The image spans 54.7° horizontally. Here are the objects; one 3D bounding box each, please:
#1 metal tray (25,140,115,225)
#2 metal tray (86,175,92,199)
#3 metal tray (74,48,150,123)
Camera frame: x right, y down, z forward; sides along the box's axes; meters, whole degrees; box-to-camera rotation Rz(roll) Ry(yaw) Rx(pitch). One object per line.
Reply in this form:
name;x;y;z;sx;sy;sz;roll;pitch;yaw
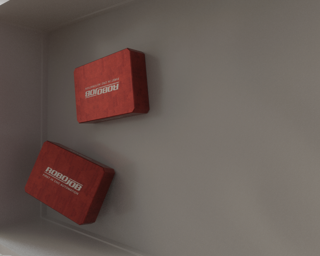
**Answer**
metal tray;-0.144;0.083;0.488;0.130;0.030;0.090;20;86;26
metal tray;-0.158;0.093;0.534;0.130;0.030;0.089;20;103;38
metal tray;-0.077;-0.058;0.467;0.130;0.030;0.089;-8;85;39
